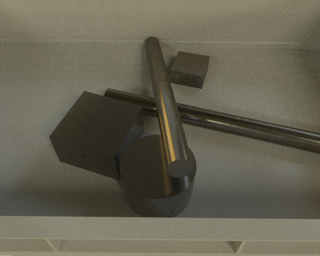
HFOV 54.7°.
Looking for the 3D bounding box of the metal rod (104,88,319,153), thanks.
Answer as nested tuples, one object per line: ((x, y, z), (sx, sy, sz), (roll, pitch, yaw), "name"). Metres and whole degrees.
((0.070, -0.011, 0.415), (0.301, 0.025, 0.025), (13, 51, 10), "metal rod")

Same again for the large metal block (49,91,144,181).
((-0.073, 0.007, 0.382), (0.080, 0.050, 0.080), (16, 52, 12), "large metal block")

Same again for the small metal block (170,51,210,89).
((0.047, -0.091, 0.482), (0.050, 0.025, 0.050), (13, 51, 10), "small metal block")

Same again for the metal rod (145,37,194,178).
((0.003, -0.053, 0.408), (0.025, 0.025, 0.300), (-5, 38, -4), "metal rod")

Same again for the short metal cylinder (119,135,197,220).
((-0.002, 0.054, 0.344), (0.081, 0.050, 0.080), (0, 50, 0), "short metal cylinder")
